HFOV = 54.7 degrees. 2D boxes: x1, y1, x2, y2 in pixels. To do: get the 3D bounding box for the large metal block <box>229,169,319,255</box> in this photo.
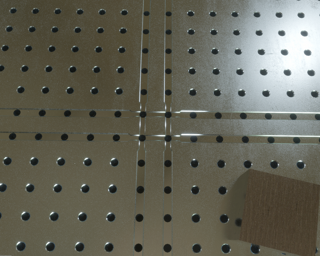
[{"bbox_3d":[0.133,0.100,0.363,0.080,0.050,0.080,13,70,4],"label":"large metal block"}]
